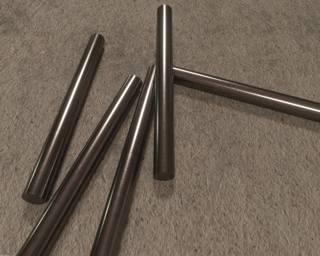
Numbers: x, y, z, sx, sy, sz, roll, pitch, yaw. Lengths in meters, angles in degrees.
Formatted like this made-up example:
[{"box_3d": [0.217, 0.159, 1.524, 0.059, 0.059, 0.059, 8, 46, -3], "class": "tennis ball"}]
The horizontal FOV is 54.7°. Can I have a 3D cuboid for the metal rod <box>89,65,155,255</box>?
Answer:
[{"box_3d": [-0.032, 0.025, 0.381, 0.025, 0.025, 0.300, 8, 50, 6], "class": "metal rod"}]

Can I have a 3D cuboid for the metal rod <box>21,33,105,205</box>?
[{"box_3d": [-0.122, -0.037, 0.432, 0.025, 0.025, 0.300, 5, 50, 3], "class": "metal rod"}]

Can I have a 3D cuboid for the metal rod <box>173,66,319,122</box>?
[{"box_3d": [0.154, -0.041, 0.439, 0.301, 0.025, 0.025, 17, 52, 13], "class": "metal rod"}]

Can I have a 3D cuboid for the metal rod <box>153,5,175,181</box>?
[{"box_3d": [0.006, -0.070, 0.437, 0.025, 0.025, 0.299, 1, 57, 0], "class": "metal rod"}]

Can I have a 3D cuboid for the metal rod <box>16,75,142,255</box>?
[{"box_3d": [-0.086, 0.040, 0.368, 0.025, 0.025, 0.301, 15, 51, 12], "class": "metal rod"}]
